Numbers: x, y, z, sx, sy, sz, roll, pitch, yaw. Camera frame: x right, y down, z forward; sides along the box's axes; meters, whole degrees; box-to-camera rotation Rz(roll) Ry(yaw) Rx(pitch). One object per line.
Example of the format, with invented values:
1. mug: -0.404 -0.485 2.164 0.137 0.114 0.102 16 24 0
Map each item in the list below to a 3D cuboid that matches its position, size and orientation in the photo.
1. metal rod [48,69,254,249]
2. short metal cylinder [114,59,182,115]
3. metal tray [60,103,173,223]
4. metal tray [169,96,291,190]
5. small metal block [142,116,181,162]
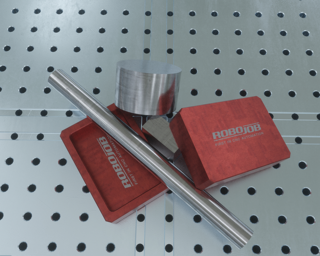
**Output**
1. metal rod: -0.021 0.028 0.366 0.300 0.025 0.025 39 75 12
2. short metal cylinder: -0.016 -0.054 0.391 0.080 0.080 0.050 8 112 3
3. metal tray: -0.055 0.040 0.389 0.090 0.030 0.130 -30 73 -11
4. metal tray: 0.086 0.013 0.374 0.131 0.030 0.090 -11 68 -30
5. small metal block: 0.006 0.013 0.389 0.050 0.050 0.025 39 75 13
